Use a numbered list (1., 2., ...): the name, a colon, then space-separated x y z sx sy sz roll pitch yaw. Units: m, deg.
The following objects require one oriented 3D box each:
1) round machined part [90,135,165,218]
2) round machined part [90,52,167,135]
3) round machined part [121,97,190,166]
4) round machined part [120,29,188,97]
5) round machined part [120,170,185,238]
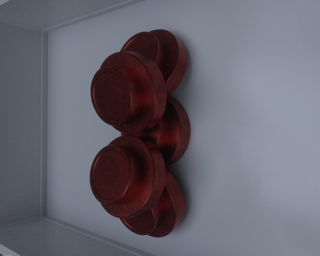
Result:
1. round machined part: -0.045 0.055 0.364 0.098 0.042 0.098 -11 72 37
2. round machined part: -0.044 -0.039 0.363 0.098 0.042 0.097 12 110 37
3. round machined part: -0.013 0.004 0.405 0.098 0.042 0.097 -1 88 40
4. round machined part: -0.017 -0.082 0.394 0.098 0.042 0.098 -15 65 35
5. round machined part: -0.020 0.095 0.393 0.098 0.042 0.097 15 114 36
